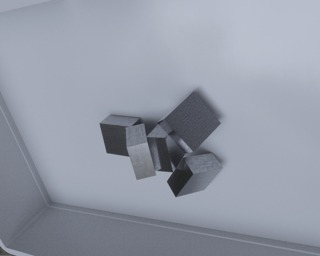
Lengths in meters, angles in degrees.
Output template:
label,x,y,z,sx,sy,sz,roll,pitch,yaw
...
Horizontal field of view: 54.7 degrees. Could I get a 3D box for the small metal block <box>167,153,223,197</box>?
label,x,y,z,sx,sy,sz,roll,pitch,yaw
small metal block,0.044,0.061,0.400,0.025,0.050,0.050,58,136,32

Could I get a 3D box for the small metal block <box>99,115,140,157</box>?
label,x,y,z,sx,sy,sz,roll,pitch,yaw
small metal block,-0.053,0.012,0.438,0.050,0.025,0.050,6,121,24

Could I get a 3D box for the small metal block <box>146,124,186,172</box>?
label,x,y,z,sx,sy,sz,roll,pitch,yaw
small metal block,0.010,0.021,0.397,0.025,0.050,0.050,1,119,27

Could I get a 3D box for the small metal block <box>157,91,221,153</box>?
label,x,y,z,sx,sy,sz,roll,pitch,yaw
small metal block,0.034,-0.006,0.364,0.050,0.050,0.025,48,161,-6

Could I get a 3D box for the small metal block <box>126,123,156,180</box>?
label,x,y,z,sx,sy,sz,roll,pitch,yaw
small metal block,-0.025,0.029,0.397,0.025,0.050,0.050,-14,119,-1
